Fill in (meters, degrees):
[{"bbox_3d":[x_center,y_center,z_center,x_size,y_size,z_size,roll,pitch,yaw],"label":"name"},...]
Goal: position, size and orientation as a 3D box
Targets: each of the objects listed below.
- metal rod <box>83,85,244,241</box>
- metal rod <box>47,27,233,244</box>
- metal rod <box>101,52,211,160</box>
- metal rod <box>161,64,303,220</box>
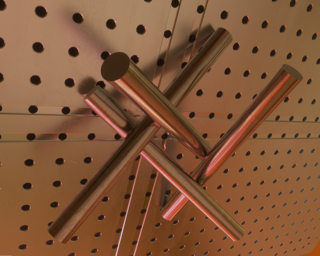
[{"bbox_3d":[0.019,0.059,0.405,0.025,0.025,0.300,-44,113,2],"label":"metal rod"},{"bbox_3d":[-0.014,-0.001,0.353,0.300,0.025,0.025,-51,130,-12],"label":"metal rod"},{"bbox_3d":[0.026,0.003,0.362,0.025,0.025,0.300,-45,149,3],"label":"metal rod"},{"bbox_3d":[0.075,0.041,0.412,0.025,0.025,0.298,4,136,-30],"label":"metal rod"}]
